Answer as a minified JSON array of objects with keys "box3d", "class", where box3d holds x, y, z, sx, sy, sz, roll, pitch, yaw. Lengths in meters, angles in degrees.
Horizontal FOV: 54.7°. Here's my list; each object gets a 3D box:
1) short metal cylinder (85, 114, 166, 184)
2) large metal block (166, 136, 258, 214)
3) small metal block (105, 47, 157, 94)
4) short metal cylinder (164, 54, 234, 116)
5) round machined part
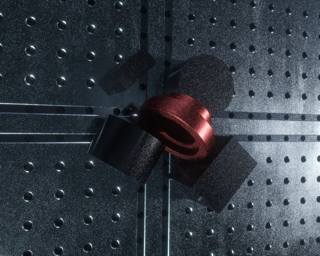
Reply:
[{"box3d":[-0.040,0.026,0.369,0.080,0.080,0.050,33,79,-18],"class":"short metal cylinder"},{"box3d":[0.066,0.056,0.410,0.050,0.080,0.080,45,76,-15],"class":"large metal block"},{"box3d":[-0.037,-0.071,0.386,0.050,0.050,0.025,-44,104,-15],"class":"small metal block"},{"box3d":[0.052,-0.055,0.419,0.081,0.050,0.079,0,90,-21],"class":"short metal cylinder"},{"box3d":[0.024,-0.006,0.384,0.098,0.098,0.042,43,64,-16],"class":"round machined part"}]
